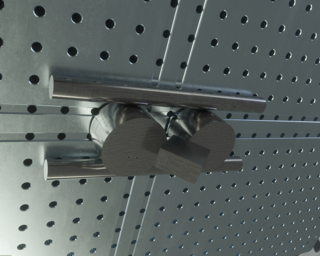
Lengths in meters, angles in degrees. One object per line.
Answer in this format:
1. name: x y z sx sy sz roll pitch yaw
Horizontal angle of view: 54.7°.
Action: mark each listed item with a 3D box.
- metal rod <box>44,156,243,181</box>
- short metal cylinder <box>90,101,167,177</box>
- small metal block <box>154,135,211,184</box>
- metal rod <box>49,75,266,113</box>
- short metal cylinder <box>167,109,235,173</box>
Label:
1. metal rod: -0.003 0.054 0.439 0.303 0.025 0.025 2 118 -30
2. short metal cylinder: -0.039 0.012 0.377 0.081 0.050 0.079 -14 124 -21
3. small metal block: 0.028 0.036 0.368 0.050 0.050 0.025 -40 149 -64
4. metal rod: 0.019 -0.038 0.394 0.303 0.025 0.025 2 118 -29
5. short metal cylinder: 0.057 0.015 0.431 0.081 0.050 0.079 -14 124 -21
